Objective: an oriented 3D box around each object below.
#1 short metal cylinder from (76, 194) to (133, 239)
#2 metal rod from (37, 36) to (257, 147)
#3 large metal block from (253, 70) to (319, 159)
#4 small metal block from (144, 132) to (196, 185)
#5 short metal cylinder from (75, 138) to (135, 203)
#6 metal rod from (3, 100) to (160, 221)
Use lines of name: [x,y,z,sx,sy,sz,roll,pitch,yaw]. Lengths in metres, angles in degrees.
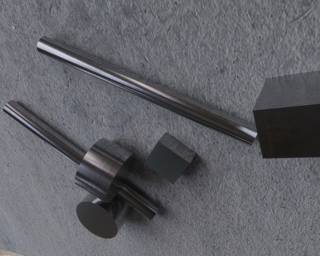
short metal cylinder: [-0.094,0.140,0.527,0.080,0.050,0.079,13,124,21]
metal rod: [-0.024,-0.051,0.387,0.301,0.025,0.025,25,127,12]
large metal block: [0.139,-0.015,0.289,0.080,0.080,0.050,-5,116,30]
small metal block: [0.013,0.042,0.426,0.050,0.025,0.050,35,129,5]
short metal cylinder: [-0.078,0.061,0.450,0.050,0.080,0.079,28,128,10]
metal rod: [-0.130,0.051,0.506,0.301,0.025,0.025,36,129,4]
